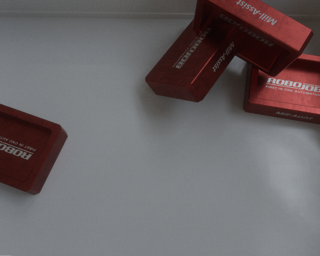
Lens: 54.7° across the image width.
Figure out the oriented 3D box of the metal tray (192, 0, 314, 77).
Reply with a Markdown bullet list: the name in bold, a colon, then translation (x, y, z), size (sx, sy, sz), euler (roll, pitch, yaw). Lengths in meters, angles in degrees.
- **metal tray**: translation (0.106, -0.120, 0.381), size (0.130, 0.090, 0.030), euler (32, 84, 5)

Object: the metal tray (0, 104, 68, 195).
- **metal tray**: translation (-0.199, 0.021, 0.397), size (0.131, 0.030, 0.090), euler (19, 71, 6)

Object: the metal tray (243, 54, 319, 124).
- **metal tray**: translation (0.187, -0.058, 0.429), size (0.131, 0.030, 0.090), euler (10, 70, 3)

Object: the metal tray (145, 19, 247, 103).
- **metal tray**: translation (0.050, -0.097, 0.415), size (0.090, 0.030, 0.130), euler (18, 65, 49)
